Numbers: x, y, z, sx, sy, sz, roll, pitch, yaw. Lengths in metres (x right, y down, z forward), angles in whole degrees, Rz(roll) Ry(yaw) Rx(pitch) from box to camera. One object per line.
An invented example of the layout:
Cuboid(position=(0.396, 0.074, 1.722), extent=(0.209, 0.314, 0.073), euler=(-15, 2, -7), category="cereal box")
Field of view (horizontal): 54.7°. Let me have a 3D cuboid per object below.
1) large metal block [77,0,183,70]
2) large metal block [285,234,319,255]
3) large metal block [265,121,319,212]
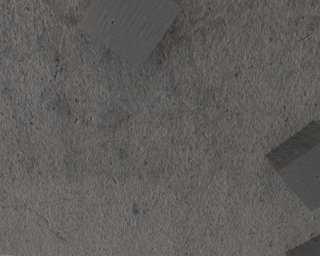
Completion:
Cuboid(position=(-0.032, -0.125, 0.350), extent=(0.080, 0.050, 0.080), euler=(34, 106, -12), category="large metal block")
Cuboid(position=(0.249, 0.212, 0.461), extent=(0.080, 0.080, 0.050), euler=(-34, 107, 11), category="large metal block")
Cuboid(position=(0.206, 0.051, 0.417), extent=(0.080, 0.050, 0.080), euler=(-40, 106, 13), category="large metal block")
